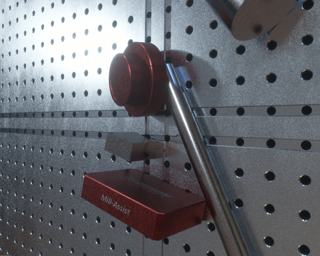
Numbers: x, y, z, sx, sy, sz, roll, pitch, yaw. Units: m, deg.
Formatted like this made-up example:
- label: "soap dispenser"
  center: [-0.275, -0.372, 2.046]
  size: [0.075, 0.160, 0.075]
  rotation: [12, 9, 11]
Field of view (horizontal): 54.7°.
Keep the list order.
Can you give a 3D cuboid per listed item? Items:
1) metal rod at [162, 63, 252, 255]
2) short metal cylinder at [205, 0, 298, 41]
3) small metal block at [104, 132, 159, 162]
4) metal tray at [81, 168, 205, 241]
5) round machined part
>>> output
- label: "metal rod"
  center: [0.056, 0.058, 0.361]
  size: [0.025, 0.025, 0.299]
  rotation: [-32, 70, 35]
- label: "short metal cylinder"
  center: [0.090, -0.132, 0.299]
  size: [0.080, 0.081, 0.050]
  rotation: [-45, 64, 30]
- label: "small metal block"
  center: [-0.038, 0.024, 0.423]
  size: [0.050, 0.050, 0.025]
  rotation: [19, 102, 38]
- label: "metal tray"
  center: [-0.022, 0.087, 0.382]
  size: [0.130, 0.091, 0.030]
  rotation: [16, 99, 38]
- label: "round machined part"
  center: [-0.035, -0.063, 0.406]
  size: [0.098, 0.042, 0.097]
  rotation: [14, 106, 57]
